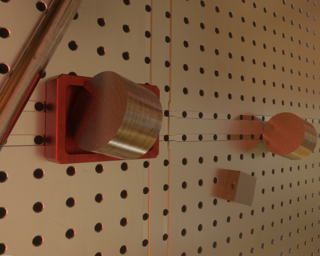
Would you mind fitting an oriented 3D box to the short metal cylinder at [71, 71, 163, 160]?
[{"bbox_3d":[-0.044,-0.011,0.314,0.050,0.080,0.080,22,76,-48],"label":"short metal cylinder"}]

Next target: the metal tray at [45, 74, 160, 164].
[{"bbox_3d":[-0.060,-0.008,0.355,0.131,0.030,0.089,1,90,-40],"label":"metal tray"}]

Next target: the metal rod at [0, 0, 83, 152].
[{"bbox_3d":[-0.114,-0.090,0.312,0.025,0.025,0.299,34,69,-35],"label":"metal rod"}]

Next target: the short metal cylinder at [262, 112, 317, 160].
[{"bbox_3d":[0.240,0.016,0.575,0.050,0.080,0.080,18,79,-39],"label":"short metal cylinder"}]

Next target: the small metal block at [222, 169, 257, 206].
[{"bbox_3d":[0.135,0.101,0.522,0.050,0.025,0.050,23,75,-38],"label":"small metal block"}]
